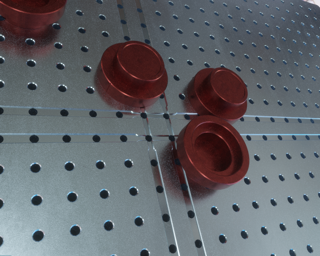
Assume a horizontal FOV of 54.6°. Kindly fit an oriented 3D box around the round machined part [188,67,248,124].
[{"bbox_3d":[0.096,-0.055,0.482,0.099,0.042,0.098,13,56,-21],"label":"round machined part"}]

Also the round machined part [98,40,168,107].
[{"bbox_3d":[-0.033,-0.081,0.429,0.099,0.042,0.098,13,56,-21],"label":"round machined part"}]

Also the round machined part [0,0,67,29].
[{"bbox_3d":[-0.175,-0.170,0.406,0.099,0.042,0.098,13,56,-21],"label":"round machined part"}]

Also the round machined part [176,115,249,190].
[{"bbox_3d":[0.065,0.035,0.410,0.099,0.042,0.098,13,56,-21],"label":"round machined part"}]
